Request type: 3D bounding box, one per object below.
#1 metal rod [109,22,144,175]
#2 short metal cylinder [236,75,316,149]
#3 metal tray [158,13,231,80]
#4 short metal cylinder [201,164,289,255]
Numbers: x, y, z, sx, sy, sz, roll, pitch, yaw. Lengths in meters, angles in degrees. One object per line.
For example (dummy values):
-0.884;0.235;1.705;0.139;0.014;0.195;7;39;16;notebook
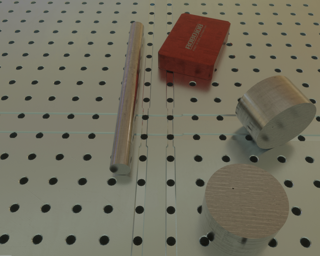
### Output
-0.044;-0.066;0.462;0.025;0.025;0.300;1;50;1;metal rod
0.143;-0.019;0.388;0.081;0.080;0.050;-16;52;-13;short metal cylinder
0.060;-0.142;0.524;0.090;0.030;0.130;16;52;13;metal tray
0.085;0.084;0.321;0.080;0.050;0.080;0;50;0;short metal cylinder
